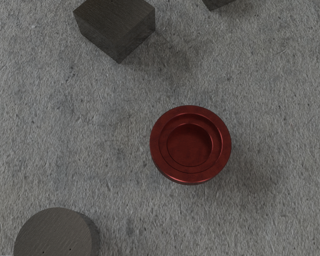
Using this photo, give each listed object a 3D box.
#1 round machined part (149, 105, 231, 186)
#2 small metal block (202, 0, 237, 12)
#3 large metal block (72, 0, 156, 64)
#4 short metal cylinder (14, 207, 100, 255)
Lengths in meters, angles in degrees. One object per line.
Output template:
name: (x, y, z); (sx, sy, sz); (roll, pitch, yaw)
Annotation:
round machined part: (0.037, 0.024, 0.391); (0.099, 0.042, 0.098); (0, 70, 0)
small metal block: (0.090, -0.220, 0.489); (0.050, 0.025, 0.050); (-26, 72, -9)
large metal block: (-0.064, -0.155, 0.451); (0.080, 0.050, 0.080); (40, 75, 13)
short metal cylinder: (-0.112, 0.132, 0.346); (0.081, 0.050, 0.080); (0, 70, 0)
